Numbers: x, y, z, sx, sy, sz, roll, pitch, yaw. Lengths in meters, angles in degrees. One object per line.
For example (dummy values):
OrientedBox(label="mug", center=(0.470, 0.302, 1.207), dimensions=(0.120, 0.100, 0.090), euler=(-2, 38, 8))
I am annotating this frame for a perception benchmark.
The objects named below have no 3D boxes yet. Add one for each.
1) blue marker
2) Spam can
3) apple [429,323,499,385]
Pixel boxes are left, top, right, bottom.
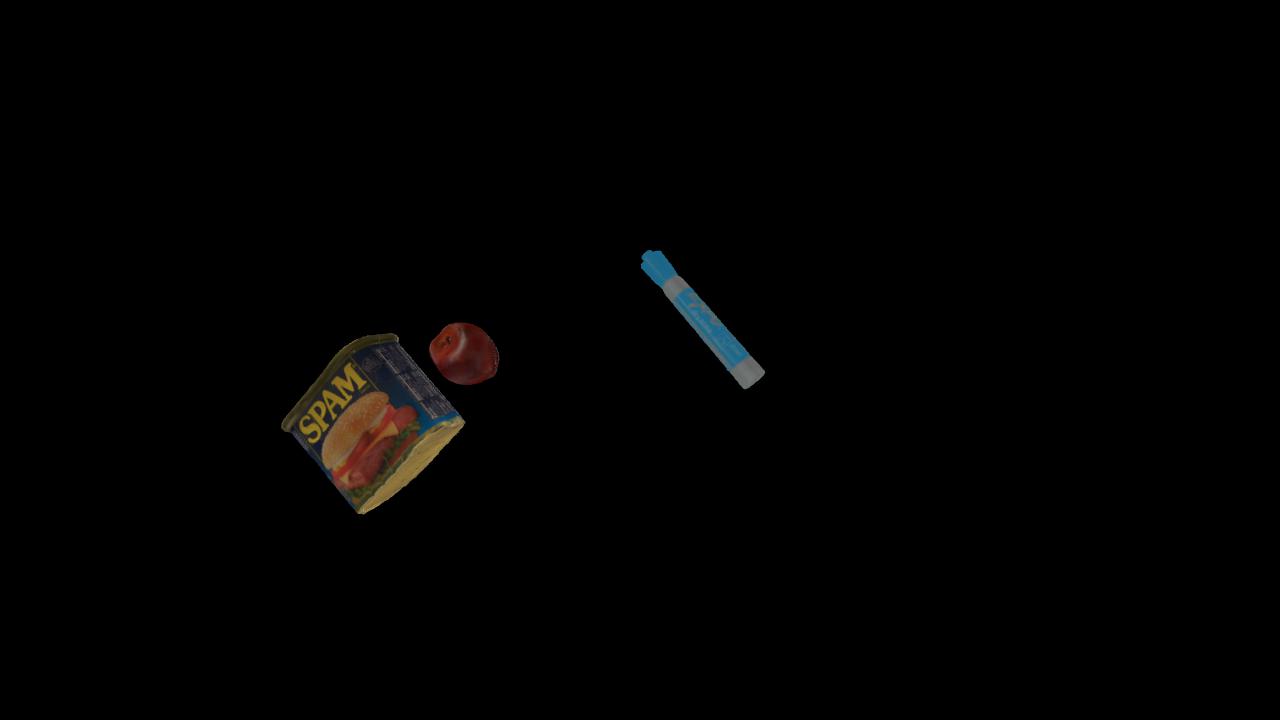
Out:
OrientedBox(label="blue marker", center=(0.041, -0.031, 0.429), dimensions=(0.020, 0.121, 0.020), euler=(-36, -15, -11))
OrientedBox(label="Spam can", center=(-0.188, 0.046, 0.439), dimensions=(0.101, 0.085, 0.058), euler=(-44, -6, 18))
OrientedBox(label="apple", center=(-0.223, -0.006, 0.791), dimensions=(0.079, 0.079, 0.093), euler=(0, -25, 24))
